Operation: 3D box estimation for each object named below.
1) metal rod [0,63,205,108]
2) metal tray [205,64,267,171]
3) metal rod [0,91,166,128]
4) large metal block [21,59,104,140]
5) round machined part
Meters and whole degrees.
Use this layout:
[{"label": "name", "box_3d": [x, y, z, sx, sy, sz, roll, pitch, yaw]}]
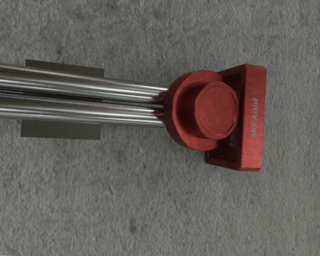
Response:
[{"label": "metal rod", "box_3d": [-0.040, -0.042, 0.348, 0.302, 0.025, 0.025, 3, 89, -33]}, {"label": "metal tray", "box_3d": [0.097, -0.012, 0.412, 0.030, 0.090, 0.129, 4, 89, -20]}, {"label": "metal rod", "box_3d": [-0.042, -0.015, 0.348, 0.302, 0.025, 0.025, 3, 89, -33]}, {"label": "large metal block", "box_3d": [-0.110, -0.029, 0.353, 0.081, 0.050, 0.079, 4, 89, -20]}, {"label": "round machined part", "box_3d": [0.056, -0.021, 0.371, 0.099, 0.042, 0.097, -2, 93, -31]}]
